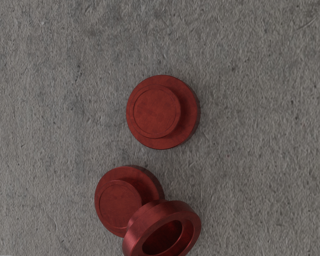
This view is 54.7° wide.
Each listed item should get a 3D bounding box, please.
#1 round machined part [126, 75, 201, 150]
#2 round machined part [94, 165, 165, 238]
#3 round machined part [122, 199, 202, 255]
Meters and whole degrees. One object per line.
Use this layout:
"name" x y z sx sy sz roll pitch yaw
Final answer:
"round machined part" 0.000 -0.020 0.400 0.098 0.042 0.097 0 90 20
"round machined part" -0.046 0.101 0.416 0.098 0.042 0.097 0 90 20
"round machined part" -0.001 0.127 0.379 0.098 0.099 0.042 -59 42 11
